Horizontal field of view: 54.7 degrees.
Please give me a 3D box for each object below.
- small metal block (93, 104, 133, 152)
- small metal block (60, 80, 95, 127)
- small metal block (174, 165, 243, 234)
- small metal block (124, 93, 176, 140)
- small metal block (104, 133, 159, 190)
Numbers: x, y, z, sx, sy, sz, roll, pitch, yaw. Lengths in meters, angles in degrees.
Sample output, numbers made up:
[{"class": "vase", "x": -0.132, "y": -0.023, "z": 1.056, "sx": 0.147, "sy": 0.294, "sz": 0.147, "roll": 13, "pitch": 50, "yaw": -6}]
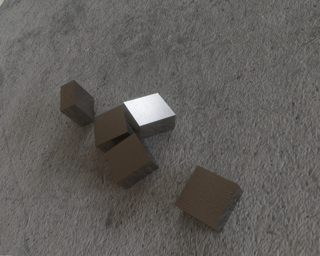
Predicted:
[{"class": "small metal block", "x": -0.064, "y": 0.001, "z": 0.437, "sx": 0.050, "sy": 0.025, "sz": 0.050, "roll": -24, "pitch": 53, "yaw": 13}, {"class": "small metal block", "x": -0.126, "y": -0.037, "z": 0.477, "sx": 0.025, "sy": 0.050, "sz": 0.050, "roll": -23, "pitch": 53, "yaw": 14}, {"class": "small metal block", "x": 0.052, "y": 0.075, "z": 0.331, "sx": 0.050, "sy": 0.025, "sz": 0.050, "roll": 23, "pitch": 74, "yaw": 36}, {"class": "small metal block", "x": -0.014, "y": -0.016, "z": 0.407, "sx": 0.050, "sy": 0.025, "sz": 0.050, "roll": -18, "pitch": 48, "yaw": -22}, {"class": "small metal block", "x": -0.037, "y": 0.042, "z": 0.398, "sx": 0.050, "sy": 0.025, "sz": 0.050, "roll": -35, "pitch": 51, "yaw": 5}]
